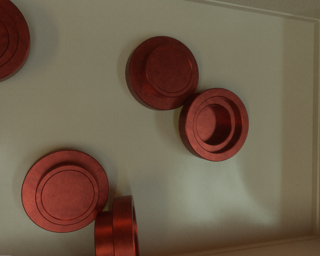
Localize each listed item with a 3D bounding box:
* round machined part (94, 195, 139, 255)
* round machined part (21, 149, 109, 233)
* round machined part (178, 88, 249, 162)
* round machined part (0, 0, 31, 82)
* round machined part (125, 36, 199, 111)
[{"bbox_3d":[-0.049,0.129,0.357,0.042,0.098,0.097,-6,92,-3],"label":"round machined part"},{"bbox_3d":[-0.108,0.074,0.362,0.099,0.042,0.097,0,90,-20],"label":"round machined part"},{"bbox_3d":[0.069,-0.005,0.427,0.099,0.042,0.097,-1,93,-23],"label":"round machined part"},{"bbox_3d":[-0.191,-0.094,0.331,0.099,0.042,0.097,0,90,-21],"label":"round machined part"},{"bbox_3d":[0.007,-0.072,0.405,0.099,0.042,0.097,0,90,-21],"label":"round machined part"}]
